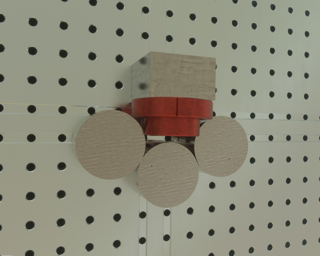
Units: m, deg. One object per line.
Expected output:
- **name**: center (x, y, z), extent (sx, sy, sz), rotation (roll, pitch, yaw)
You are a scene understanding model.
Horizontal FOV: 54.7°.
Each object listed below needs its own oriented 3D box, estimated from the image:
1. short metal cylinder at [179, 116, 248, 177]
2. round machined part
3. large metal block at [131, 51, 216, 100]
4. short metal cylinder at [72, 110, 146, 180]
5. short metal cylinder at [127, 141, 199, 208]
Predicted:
- **short metal cylinder**: center (0.072, 0.024, 0.426), extent (0.081, 0.050, 0.079), rotation (0, 90, -20)
- **round machined part**: center (0.014, -0.011, 0.377), extent (0.099, 0.098, 0.042), rotation (2, 89, -20)
- **large metal block**: center (0.014, -0.058, 0.388), extent (0.081, 0.080, 0.050), rotation (1, 90, -20)
- **short metal cylinder**: center (-0.063, 0.019, 0.376), extent (0.081, 0.050, 0.079), rotation (0, 90, -20)
- **short metal cylinder**: center (0.003, 0.057, 0.401), extent (0.081, 0.050, 0.079), rotation (0, 90, -20)
